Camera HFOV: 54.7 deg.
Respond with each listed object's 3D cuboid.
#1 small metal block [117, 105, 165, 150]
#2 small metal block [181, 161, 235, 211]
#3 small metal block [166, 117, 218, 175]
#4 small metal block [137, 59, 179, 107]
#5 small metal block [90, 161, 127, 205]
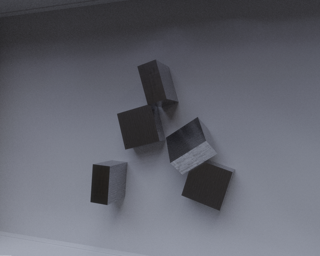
[{"bbox_3d":[-0.025,-0.001,0.419,0.050,0.025,0.050,-15,85,19],"label":"small metal block"},{"bbox_3d":[0.061,0.068,0.389,0.050,0.025,0.050,19,96,19],"label":"small metal block"},{"bbox_3d":[0.037,0.021,0.382,0.050,0.050,0.025,-34,121,17],"label":"small metal block"},{"bbox_3d":[-0.001,-0.055,0.398,0.025,0.050,0.050,-17,84,19],"label":"small metal block"},{"bbox_3d":[-0.068,0.072,0.421,0.025,0.050,0.050,4,92,20],"label":"small metal block"}]
